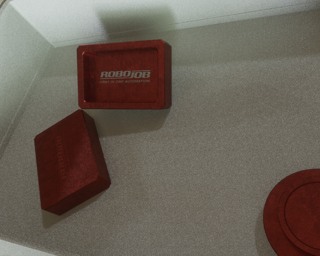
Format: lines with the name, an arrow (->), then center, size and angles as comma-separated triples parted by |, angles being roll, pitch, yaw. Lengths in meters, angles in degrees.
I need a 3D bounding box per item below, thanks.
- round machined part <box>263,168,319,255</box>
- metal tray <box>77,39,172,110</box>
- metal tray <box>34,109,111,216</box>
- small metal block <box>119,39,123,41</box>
round machined part -> 0.141, 0.081, 0.271 | 0.098, 0.042, 0.098 | -13, 56, 20
metal tray -> -0.050, -0.071, 0.430 | 0.130, 0.030, 0.089 | 1, 95, 19
metal tray -> -0.128, 0.045, 0.440 | 0.090, 0.030, 0.130 | -30, 52, 8
small metal block -> -0.064, -0.101, 0.483 | 0.050, 0.050, 0.025 | -32, 52, 7
